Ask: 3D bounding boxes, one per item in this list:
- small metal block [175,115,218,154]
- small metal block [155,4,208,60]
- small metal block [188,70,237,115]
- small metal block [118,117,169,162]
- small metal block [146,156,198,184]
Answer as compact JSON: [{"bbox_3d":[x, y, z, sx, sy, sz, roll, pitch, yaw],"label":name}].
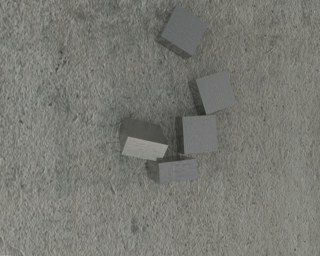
[{"bbox_3d":[0.050,0.008,0.427,0.050,0.025,0.050,-4,92,-20],"label":"small metal block"},{"bbox_3d":[0.029,-0.129,0.419,0.050,0.025,0.050,28,81,-18],"label":"small metal block"},{"bbox_3d":[0.073,-0.049,0.436,0.050,0.025,0.050,-20,97,-19],"label":"small metal block"},{"bbox_3d":[-0.022,0.014,0.384,0.050,0.050,0.025,13,115,-20],"label":"small metal block"},{"bbox_3d":[0.014,0.052,0.401,0.050,0.050,0.025,-5,92,-20],"label":"small metal block"}]
